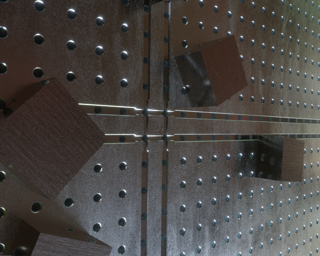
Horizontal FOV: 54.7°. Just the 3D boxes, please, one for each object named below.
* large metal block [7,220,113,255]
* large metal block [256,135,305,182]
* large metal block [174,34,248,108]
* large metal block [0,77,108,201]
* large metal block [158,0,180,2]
[{"bbox_3d":[-0.106,0.144,0.306,0.080,0.050,0.080,30,72,-36],"label":"large metal block"},{"bbox_3d":[0.230,0.059,0.590,0.081,0.050,0.080,10,84,-40],"label":"large metal block"},{"bbox_3d":[0.078,-0.084,0.461,0.081,0.050,0.080,-33,111,-35],"label":"large metal block"},{"bbox_3d":[-0.113,0.009,0.300,0.080,0.050,0.080,-51,121,-28],"label":"large metal block"},{"bbox_3d":[0.047,-0.209,0.414,0.081,0.080,0.050,-25,106,-38],"label":"large metal block"}]
